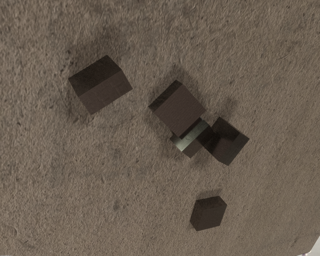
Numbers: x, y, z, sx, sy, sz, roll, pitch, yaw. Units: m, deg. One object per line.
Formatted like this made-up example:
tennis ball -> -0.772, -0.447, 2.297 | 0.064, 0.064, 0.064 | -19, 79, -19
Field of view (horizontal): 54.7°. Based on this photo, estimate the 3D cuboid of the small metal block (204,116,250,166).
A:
small metal block -> 0.094, 0.019, 0.456 | 0.025, 0.050, 0.050 | 28, 103, -38

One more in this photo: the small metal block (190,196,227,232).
small metal block -> 0.086, 0.152, 0.550 | 0.050, 0.025, 0.050 | -3, 120, -27

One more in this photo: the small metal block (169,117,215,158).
small metal block -> 0.046, 0.012, 0.429 | 0.050, 0.025, 0.050 | -44, 155, 2

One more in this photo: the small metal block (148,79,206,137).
small metal block -> 0.022, -0.025, 0.399 | 0.050, 0.025, 0.050 | -45, 117, 2

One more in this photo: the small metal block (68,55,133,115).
small metal block -> -0.064, -0.047, 0.328 | 0.050, 0.050, 0.025 | -34, 129, -7
